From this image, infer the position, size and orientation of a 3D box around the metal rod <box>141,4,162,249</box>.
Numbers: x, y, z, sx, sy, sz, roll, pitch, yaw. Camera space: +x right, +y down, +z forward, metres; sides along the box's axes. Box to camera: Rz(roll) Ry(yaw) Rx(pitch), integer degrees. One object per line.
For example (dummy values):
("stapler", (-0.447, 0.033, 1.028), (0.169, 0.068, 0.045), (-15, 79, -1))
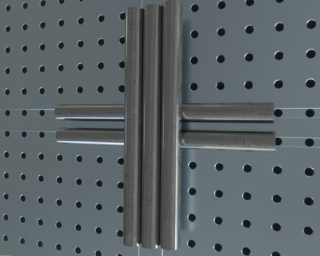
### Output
("metal rod", (-0.010, -0.002, 0.389), (0.025, 0.025, 0.298), (1, 90, 19))

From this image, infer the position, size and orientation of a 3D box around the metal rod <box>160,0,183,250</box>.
("metal rod", (0.014, -0.003, 0.381), (0.025, 0.025, 0.298), (1, 90, 19))

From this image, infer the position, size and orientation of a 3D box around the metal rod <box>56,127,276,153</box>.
("metal rod", (-0.006, 0.014, 0.414), (0.301, 0.025, 0.025), (1, 91, 19))

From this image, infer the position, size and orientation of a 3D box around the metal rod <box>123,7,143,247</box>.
("metal rod", (-0.033, -0.001, 0.397), (0.025, 0.025, 0.298), (1, 90, 19))

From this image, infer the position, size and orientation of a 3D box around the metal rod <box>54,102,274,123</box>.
("metal rod", (-0.008, -0.021, 0.415), (0.301, 0.025, 0.025), (1, 91, 19))
